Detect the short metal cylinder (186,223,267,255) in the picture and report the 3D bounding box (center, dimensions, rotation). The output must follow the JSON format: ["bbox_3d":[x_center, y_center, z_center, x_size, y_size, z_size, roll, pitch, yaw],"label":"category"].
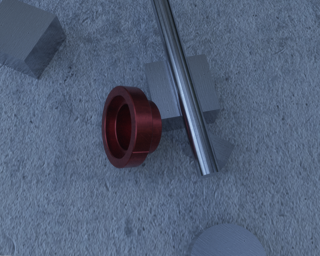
[{"bbox_3d":[0.071,0.148,0.342,0.081,0.050,0.080,0,70,0],"label":"short metal cylinder"}]

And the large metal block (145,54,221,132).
[{"bbox_3d":[0.027,-0.045,0.412,0.081,0.050,0.080,-10,71,-4],"label":"large metal block"}]

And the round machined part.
[{"bbox_3d":[-0.033,-0.001,0.377,0.042,0.098,0.098,0,67,-32],"label":"round machined part"}]

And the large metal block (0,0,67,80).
[{"bbox_3d":[-0.195,-0.127,0.439,0.080,0.050,0.080,23,72,8],"label":"large metal block"}]

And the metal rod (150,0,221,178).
[{"bbox_3d":[0.021,-0.085,0.386,0.025,0.025,0.299,-12,70,-5],"label":"metal rod"}]

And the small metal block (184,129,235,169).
[{"bbox_3d":[0.060,0.028,0.386,0.050,0.050,0.025,27,72,9],"label":"small metal block"}]
